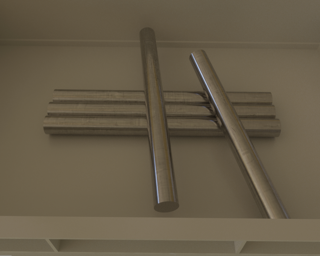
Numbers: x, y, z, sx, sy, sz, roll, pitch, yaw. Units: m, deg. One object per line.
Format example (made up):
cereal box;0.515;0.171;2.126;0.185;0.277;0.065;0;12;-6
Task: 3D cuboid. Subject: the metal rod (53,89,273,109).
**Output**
metal rod;0.004;-0.040;0.437;0.302;0.025;0.025;1;50;0

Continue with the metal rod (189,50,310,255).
metal rod;0.094;0.019;0.363;0.025;0.025;0.299;-12;58;-10

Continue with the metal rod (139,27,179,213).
metal rod;-0.007;-0.036;0.401;0.025;0.025;0.300;-4;50;-4

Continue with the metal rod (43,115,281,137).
metal rod;0.003;-0.002;0.405;0.302;0.025;0.025;1;50;0

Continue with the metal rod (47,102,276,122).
metal rod;0.002;-0.021;0.421;0.302;0.025;0.025;1;50;0
